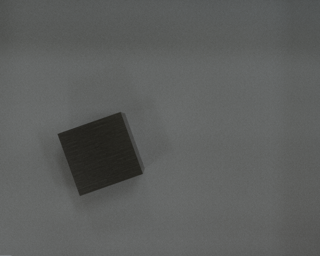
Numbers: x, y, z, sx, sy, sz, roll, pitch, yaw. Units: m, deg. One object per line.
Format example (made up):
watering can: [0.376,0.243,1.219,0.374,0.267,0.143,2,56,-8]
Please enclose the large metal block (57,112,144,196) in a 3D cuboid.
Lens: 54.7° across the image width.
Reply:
large metal block: [-0.072,0.031,0.398,0.080,0.050,0.080,-20,90,-1]
